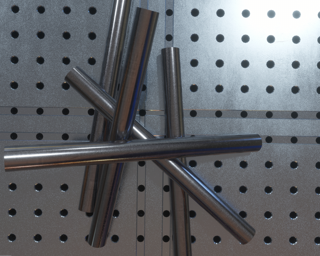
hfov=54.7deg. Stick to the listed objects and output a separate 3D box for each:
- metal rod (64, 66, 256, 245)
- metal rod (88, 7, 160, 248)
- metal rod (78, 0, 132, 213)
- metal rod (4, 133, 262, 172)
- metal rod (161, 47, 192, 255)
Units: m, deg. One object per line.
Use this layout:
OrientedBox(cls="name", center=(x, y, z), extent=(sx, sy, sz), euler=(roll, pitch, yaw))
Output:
OrientedBox(cls="metal rod", center=(0.000, 0.034, 0.387), extent=(0.300, 0.025, 0.025), euler=(43, 90, -1))
OrientedBox(cls="metal rod", center=(-0.048, 0.015, 0.366), extent=(0.025, 0.025, 0.298), euler=(15, 109, -1))
OrientedBox(cls="metal rod", center=(-0.072, -0.039, 0.412), extent=(0.025, 0.025, 0.298), euler=(9, 90, -1))
OrientedBox(cls="metal rod", center=(-0.010, 0.025, 0.357), extent=(0.303, 0.025, 0.025), euler=(-2, 90, -24))
OrientedBox(cls="metal rod", center=(0.023, 0.044, 0.413), extent=(0.025, 0.025, 0.298), euler=(-3, 90, -1))
